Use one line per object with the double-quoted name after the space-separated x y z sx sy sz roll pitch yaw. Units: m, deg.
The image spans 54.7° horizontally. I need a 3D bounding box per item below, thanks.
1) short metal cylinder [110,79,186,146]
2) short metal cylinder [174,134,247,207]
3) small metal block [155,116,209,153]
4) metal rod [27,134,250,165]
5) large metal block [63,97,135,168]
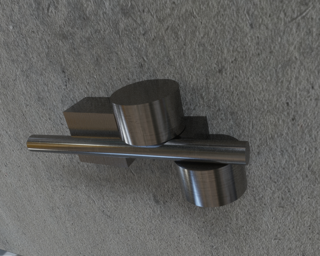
-0.013 -0.021 0.367 0.080 0.080 0.050 2 120 27 "short metal cylinder"
0.060 0.048 0.369 0.080 0.080 0.050 0 118 28 "short metal cylinder"
0.028 0.008 0.380 0.050 0.050 0.025 1 119 27 "small metal block"
-0.046 0.024 0.380 0.301 0.025 0.025 1 119 26 "metal rod"
-0.075 0.004 0.428 0.080 0.050 0.079 3 120 26 "large metal block"
